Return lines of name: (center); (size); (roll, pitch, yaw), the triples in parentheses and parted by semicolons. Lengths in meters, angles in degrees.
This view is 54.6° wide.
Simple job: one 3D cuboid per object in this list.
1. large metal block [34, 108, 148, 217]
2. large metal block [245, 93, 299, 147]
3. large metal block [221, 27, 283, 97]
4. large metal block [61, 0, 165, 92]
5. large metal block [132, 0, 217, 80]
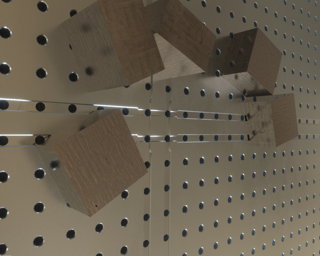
large metal block: (-0.071, 0.033, 0.333); (0.080, 0.050, 0.080); (-35, 112, -34)
large metal block: (0.203, -0.015, 0.561); (0.081, 0.050, 0.080); (-17, 101, -39)
large metal block: (0.156, -0.107, 0.521); (0.080, 0.050, 0.080); (28, 72, -36)
large metal block: (-0.051, -0.087, 0.330); (0.050, 0.080, 0.080); (-31, 110, -36)
large metal block: (0.007, -0.105, 0.378); (0.080, 0.080, 0.050); (29, 72, -36)
